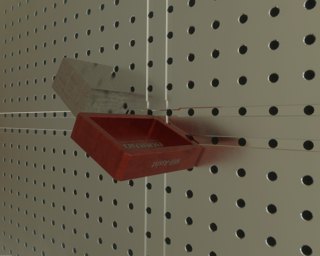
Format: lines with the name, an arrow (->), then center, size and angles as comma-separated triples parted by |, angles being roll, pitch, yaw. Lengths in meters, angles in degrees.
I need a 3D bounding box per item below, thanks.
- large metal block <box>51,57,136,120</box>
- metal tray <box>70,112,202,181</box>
large metal block -> -0.097, -0.055, 0.454 | 0.080, 0.081, 0.050 | 45, 117, 30
metal tray -> -0.023, 0.017, 0.360 | 0.090, 0.131, 0.030 | 35, 112, 34
